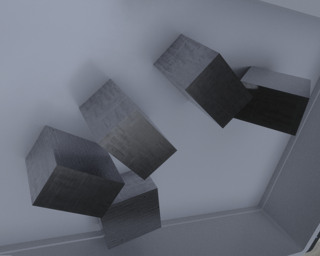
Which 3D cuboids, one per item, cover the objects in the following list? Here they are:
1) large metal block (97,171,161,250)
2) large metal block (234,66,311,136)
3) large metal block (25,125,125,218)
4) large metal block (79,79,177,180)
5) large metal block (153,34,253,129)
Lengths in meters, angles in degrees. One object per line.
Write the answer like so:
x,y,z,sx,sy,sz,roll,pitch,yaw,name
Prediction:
-0.048,0.111,0.435,0.081,0.050,0.079,-17,125,-19,large metal block
0.147,-0.039,0.407,0.080,0.080,0.050,-43,146,-55,large metal block
-0.098,0.049,0.350,0.080,0.080,0.050,24,105,-37,large metal block
-0.037,0.001,0.353,0.050,0.080,0.080,-43,129,1,large metal block
0.049,-0.056,0.365,0.050,0.080,0.080,-47,129,5,large metal block
